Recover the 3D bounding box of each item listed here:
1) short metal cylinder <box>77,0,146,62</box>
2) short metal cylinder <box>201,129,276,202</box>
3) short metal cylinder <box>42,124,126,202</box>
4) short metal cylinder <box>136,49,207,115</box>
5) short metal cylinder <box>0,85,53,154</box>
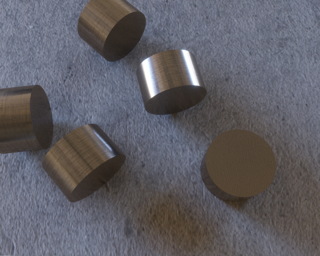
[{"bbox_3d":[-0.066,-0.140,0.429,0.050,0.080,0.080,42,75,13],"label":"short metal cylinder"},{"bbox_3d":[0.093,0.047,0.379,0.081,0.050,0.080,0,70,0],"label":"short metal cylinder"},{"bbox_3d":[-0.087,0.041,0.363,0.080,0.080,0.050,-40,75,-13],"label":"short metal cylinder"},{"bbox_3d":[0.014,-0.057,0.400,0.081,0.080,0.050,-13,71,-5],"label":"short metal cylinder"},{"bbox_3d":[-0.170,-0.011,0.381,0.050,0.080,0.080,-7,70,-3],"label":"short metal cylinder"}]
